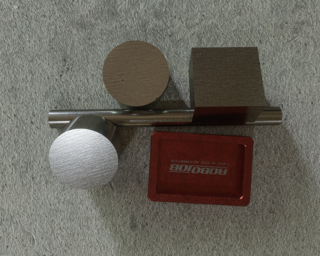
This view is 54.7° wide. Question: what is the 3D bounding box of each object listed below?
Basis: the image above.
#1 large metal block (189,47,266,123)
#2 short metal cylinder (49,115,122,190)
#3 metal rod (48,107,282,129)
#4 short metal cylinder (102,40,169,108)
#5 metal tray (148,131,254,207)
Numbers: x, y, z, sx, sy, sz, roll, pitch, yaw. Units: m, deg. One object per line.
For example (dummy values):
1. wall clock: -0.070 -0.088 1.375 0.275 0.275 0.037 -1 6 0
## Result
1. large metal block: 0.080 -0.053 0.387 0.081 0.050 0.080 -1 69 0
2. short metal cylinder: -0.089 0.029 0.386 0.081 0.050 0.079 0 111 -1
3. metal rod: 0.007 -0.014 0.412 0.302 0.025 0.025 -1 90 0
4. short metal cylinder: -0.029 -0.066 0.398 0.081 0.050 0.080 0 90 0
5. metal tray: 0.052 0.052 0.408 0.131 0.030 0.089 3 90 0
